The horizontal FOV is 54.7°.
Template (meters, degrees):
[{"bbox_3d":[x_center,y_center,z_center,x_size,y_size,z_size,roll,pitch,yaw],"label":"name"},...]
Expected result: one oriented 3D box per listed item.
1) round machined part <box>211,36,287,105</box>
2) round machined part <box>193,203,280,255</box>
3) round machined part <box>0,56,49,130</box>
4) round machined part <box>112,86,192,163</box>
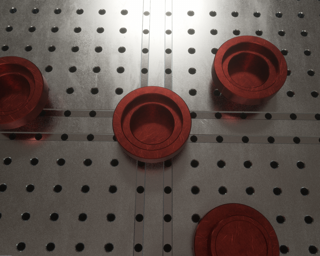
[{"bbox_3d":[0.121,-0.076,0.432,0.099,0.042,0.098,0,70,-1],"label":"round machined part"},{"bbox_3d":[0.088,0.136,0.354,0.099,0.042,0.098,0,70,-1],"label":"round machined part"},{"bbox_3d":[-0.199,-0.044,0.416,0.099,0.042,0.098,0,70,-1],"label":"round machined part"},{"bbox_3d":[-0.010,-0.002,0.403,0.099,0.042,0.098,0,70,-1],"label":"round machined part"}]
